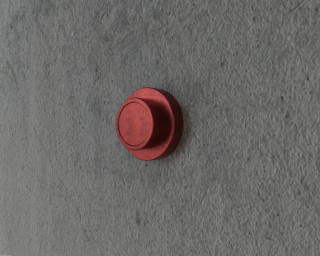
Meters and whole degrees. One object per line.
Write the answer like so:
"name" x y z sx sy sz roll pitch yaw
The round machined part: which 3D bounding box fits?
"round machined part" -0.021 -0.005 0.410 0.098 0.042 0.097 0 90 39
